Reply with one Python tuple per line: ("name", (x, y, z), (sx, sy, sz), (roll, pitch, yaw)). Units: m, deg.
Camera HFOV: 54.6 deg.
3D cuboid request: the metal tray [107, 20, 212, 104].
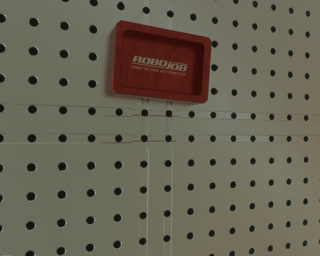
("metal tray", (0.001, -0.082, 0.409), (0.131, 0.030, 0.090), (5, 89, -20))
